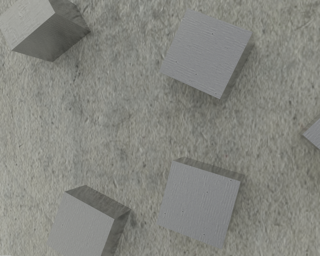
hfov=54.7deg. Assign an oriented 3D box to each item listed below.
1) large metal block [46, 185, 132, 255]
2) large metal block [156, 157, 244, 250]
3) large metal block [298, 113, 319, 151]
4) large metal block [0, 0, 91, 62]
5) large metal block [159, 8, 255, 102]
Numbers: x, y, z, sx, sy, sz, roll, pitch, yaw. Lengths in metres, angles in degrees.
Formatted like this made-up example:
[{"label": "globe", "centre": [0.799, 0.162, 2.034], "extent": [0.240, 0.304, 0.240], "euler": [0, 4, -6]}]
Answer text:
[{"label": "large metal block", "centre": [-0.098, 0.136, 0.429], "extent": [0.080, 0.050, 0.080], "euler": [23, 97, 18]}, {"label": "large metal block", "centre": [0.050, 0.087, 0.377], "extent": [0.080, 0.050, 0.079], "euler": [16, 95, 19]}, {"label": "large metal block", "centre": [0.208, 0.005, 0.323], "extent": [0.080, 0.050, 0.080], "euler": [45, 104, 14]}, {"label": "large metal block", "centre": [-0.160, -0.143, 0.435], "extent": [0.080, 0.080, 0.050], "euler": [-32, 80, 17]}, {"label": "large metal block", "centre": [0.058, -0.085, 0.375], "extent": [0.080, 0.050, 0.080], "euler": [27, 99, 17]}]
